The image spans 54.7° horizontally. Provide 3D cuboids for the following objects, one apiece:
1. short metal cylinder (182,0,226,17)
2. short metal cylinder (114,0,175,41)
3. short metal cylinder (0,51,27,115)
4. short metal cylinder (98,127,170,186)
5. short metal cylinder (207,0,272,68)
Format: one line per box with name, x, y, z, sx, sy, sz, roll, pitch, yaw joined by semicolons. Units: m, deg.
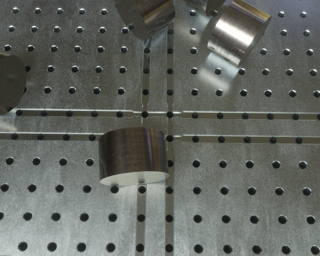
short metal cylinder;0.073;-0.216;0.462;0.050;0.080;0.080;39;75;13
short metal cylinder;-0.023;-0.175;0.446;0.050;0.080;0.080;-37;74;-12
short metal cylinder;-0.221;-0.062;0.404;0.050;0.080;0.080;17;71;6
short metal cylinder;-0.032;0.036;0.369;0.081;0.080;0.050;-6;70;-2
short metal cylinder;0.110;-0.131;0.431;0.050;0.080;0.080;35;74;12
